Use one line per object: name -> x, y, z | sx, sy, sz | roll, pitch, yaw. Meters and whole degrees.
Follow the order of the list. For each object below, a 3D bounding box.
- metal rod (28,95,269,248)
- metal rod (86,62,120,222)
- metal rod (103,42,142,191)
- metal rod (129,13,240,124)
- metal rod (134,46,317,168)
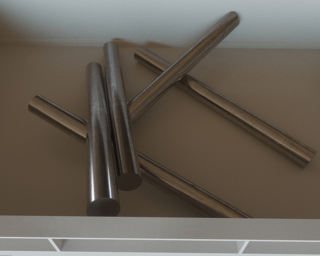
metal rod -> -0.025, 0.040, 0.348 | 0.301, 0.025, 0.025 | 29, 55, 13
metal rod -> -0.072, -0.015, 0.357 | 0.025, 0.025, 0.300 | -9, 32, -8
metal rod -> -0.056, -0.041, 0.400 | 0.025, 0.025, 0.300 | -8, 39, -7
metal rod -> 0.015, -0.072, 0.436 | 0.025, 0.025, 0.301 | 35, 67, 25
metal rod -> 0.074, -0.042, 0.440 | 0.300, 0.025, 0.025 | 37, 59, 26
